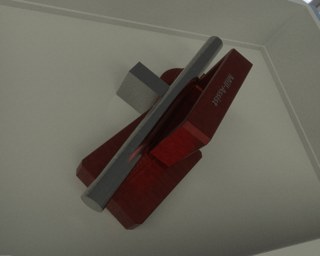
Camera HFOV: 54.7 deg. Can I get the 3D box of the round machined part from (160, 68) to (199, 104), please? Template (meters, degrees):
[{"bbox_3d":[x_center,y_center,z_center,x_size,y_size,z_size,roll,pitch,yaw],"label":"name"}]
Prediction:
[{"bbox_3d":[0.043,-0.048,0.446,0.099,0.042,0.098,14,56,-21],"label":"round machined part"}]

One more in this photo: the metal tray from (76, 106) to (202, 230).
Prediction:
[{"bbox_3d":[-0.019,0.041,0.366,0.090,0.030,0.131,46,51,4],"label":"metal tray"}]

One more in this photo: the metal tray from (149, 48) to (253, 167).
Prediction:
[{"bbox_3d":[0.047,-0.023,0.354,0.030,0.090,0.130,39,57,-6],"label":"metal tray"}]

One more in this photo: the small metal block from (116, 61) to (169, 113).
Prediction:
[{"bbox_3d":[-0.023,-0.050,0.407,0.050,0.050,0.025,39,51,-3],"label":"small metal block"}]

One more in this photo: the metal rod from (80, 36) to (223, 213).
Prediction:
[{"bbox_3d":[0.009,-0.027,0.377,0.025,0.025,0.301,39,55,-3],"label":"metal rod"}]
